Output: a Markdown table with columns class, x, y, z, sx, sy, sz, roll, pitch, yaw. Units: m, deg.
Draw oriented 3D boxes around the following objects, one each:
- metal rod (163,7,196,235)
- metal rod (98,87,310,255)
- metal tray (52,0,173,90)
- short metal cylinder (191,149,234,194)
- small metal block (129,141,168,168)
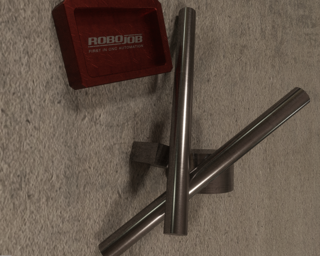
| class | x | y | z | sx | sy | sz | roll | pitch | yaw |
| --- | --- | --- | --- | --- | --- | --- | --- | --- | --- |
| metal rod | 0.027 | -0.026 | 0.381 | 0.025 | 0.025 | 0.299 | 24 | 60 | -38 |
| metal rod | 0.055 | 0.052 | 0.368 | 0.301 | 0.025 | 0.025 | -38 | 117 | -4 |
| metal tray | -0.048 | -0.100 | 0.361 | 0.131 | 0.030 | 0.089 | -19 | 102 | -39 |
| short metal cylinder | 0.059 | 0.056 | 0.421 | 0.081 | 0.080 | 0.050 | 0 | 90 | -40 |
| small metal block | -0.002 | 0.036 | 0.389 | 0.050 | 0.050 | 0.025 | 20 | 77 | -39 |
